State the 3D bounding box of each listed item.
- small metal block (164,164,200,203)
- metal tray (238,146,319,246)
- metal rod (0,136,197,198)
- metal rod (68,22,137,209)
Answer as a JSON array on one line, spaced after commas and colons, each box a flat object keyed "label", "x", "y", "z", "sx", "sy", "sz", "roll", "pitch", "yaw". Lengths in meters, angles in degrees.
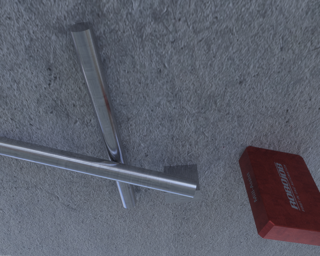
[{"label": "small metal block", "x": 0.032, "y": 0.082, "z": 0.461, "sx": 0.050, "sy": 0.050, "sz": 0.025, "roll": -4, "pitch": 130, "yaw": 3}, {"label": "metal tray", "x": 0.164, "y": 0.085, "z": 0.412, "sx": 0.091, "sy": 0.130, "sz": 0.030, "roll": 11, "pitch": 129, "yaw": -9}, {"label": "metal rod", "x": -0.100, "y": 0.050, "z": 0.421, "sx": 0.302, "sy": 0.025, "sz": 0.025, "roll": 13, "pitch": 129, "yaw": -1}, {"label": "metal rod", "x": -0.066, "y": 0.009, "z": 0.414, "sx": 0.025, "sy": 0.025, "sz": 0.298, "roll": -5, "pitch": 130, "yaw": 4}]
